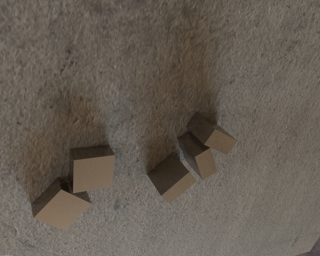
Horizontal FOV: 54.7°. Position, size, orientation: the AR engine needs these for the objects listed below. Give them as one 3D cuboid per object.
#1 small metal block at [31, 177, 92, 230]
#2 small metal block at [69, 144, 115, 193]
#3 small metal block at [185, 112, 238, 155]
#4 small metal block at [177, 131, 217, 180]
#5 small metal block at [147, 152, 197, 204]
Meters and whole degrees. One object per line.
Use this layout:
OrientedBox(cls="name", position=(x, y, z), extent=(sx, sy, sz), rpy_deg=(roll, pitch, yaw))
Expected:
OrientedBox(cls="small metal block", position=(-0.127, 0.098, 0.399), extent=(0.050, 0.025, 0.050), rpy_deg=(-46, 130, 4))
OrientedBox(cls="small metal block", position=(-0.087, 0.051, 0.392), extent=(0.050, 0.025, 0.050), rpy_deg=(-5, 121, -26))
OrientedBox(cls="small metal block", position=(0.072, 0.008, 0.437), extent=(0.050, 0.050, 0.025), rpy_deg=(24, 105, -37))
OrientedBox(cls="small metal block", position=(0.054, 0.038, 0.446), extent=(0.025, 0.050, 0.050), rpy_deg=(-30, 129, -10))
OrientedBox(cls="small metal block", position=(0.016, 0.071, 0.445), extent=(0.050, 0.050, 0.025), rpy_deg=(-40, 130, -1))
